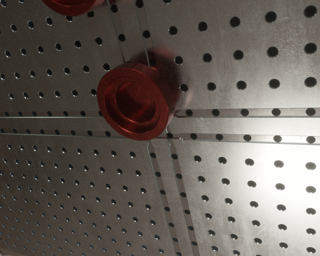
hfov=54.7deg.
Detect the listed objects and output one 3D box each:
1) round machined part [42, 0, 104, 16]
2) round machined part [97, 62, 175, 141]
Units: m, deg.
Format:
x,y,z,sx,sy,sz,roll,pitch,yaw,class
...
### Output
x,y,z,sx,sy,sz,roll,pitch,yaw,class
-0.095,-0.177,0.339,0.098,0.042,0.097,13,124,20,round machined part
-0.026,-0.036,0.390,0.098,0.042,0.097,13,124,20,round machined part
